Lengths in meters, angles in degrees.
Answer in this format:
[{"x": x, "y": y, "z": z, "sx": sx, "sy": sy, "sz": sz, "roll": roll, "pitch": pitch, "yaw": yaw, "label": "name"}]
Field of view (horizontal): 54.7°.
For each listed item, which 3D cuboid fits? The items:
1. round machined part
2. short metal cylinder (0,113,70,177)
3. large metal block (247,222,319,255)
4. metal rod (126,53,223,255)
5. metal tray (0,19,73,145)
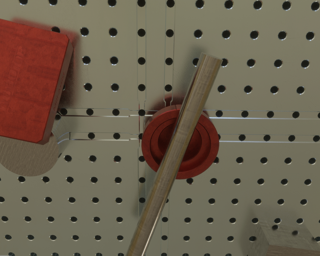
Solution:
[{"x": 0.026, "y": 0.015, "z": 0.410, "sx": 0.099, "sy": 0.042, "sz": 0.097, "roll": 0, "pitch": 110, "yaw": -1, "label": "round machined part"}, {"x": -0.165, "y": 0.016, "z": 0.404, "sx": 0.081, "sy": 0.050, "sz": 0.079, "roll": 0, "pitch": 110, "yaw": -1, "label": "short metal cylinder"}, {"x": 0.187, "y": 0.199, "z": 0.476, "sx": 0.081, "sy": 0.050, "sz": 0.079, "roll": 9, "pitch": 110, "yaw": -4, "label": "large metal block"}, {"x": 0.010, "y": 0.054, "z": 0.388, "sx": 0.025, "sy": 0.025, "sz": 0.298, "roll": 17, "pitch": 109, "yaw": -7, "label": "metal rod"}, {"x": -0.162, "y": -0.053, "z": 0.358, "sx": 0.091, "sy": 0.030, "sz": 0.129, "roll": 13, "pitch": 81, "yaw": -5, "label": "metal tray"}]
